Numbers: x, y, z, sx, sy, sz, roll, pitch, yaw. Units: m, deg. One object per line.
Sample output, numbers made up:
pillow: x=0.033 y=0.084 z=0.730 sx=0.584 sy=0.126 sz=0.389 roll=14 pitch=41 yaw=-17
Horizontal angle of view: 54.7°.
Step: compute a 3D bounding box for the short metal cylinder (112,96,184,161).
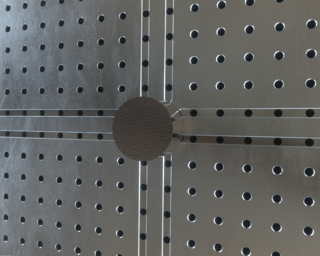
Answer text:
short metal cylinder: x=-0.014 y=0.001 z=0.403 sx=0.080 sy=0.050 sz=0.079 roll=0 pitch=90 yaw=19
